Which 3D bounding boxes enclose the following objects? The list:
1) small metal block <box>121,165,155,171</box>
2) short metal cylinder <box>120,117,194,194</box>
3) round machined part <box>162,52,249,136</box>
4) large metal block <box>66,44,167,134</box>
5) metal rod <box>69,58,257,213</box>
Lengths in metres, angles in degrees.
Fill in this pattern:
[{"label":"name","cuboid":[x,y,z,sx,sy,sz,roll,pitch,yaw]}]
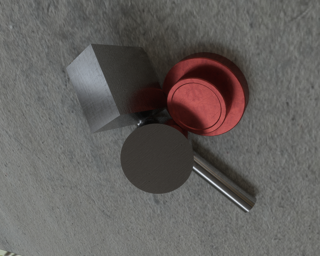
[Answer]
[{"label":"small metal block","cuboid":[-0.017,0.043,0.427,0.050,0.050,0.025,-23,105,35]},{"label":"short metal cylinder","cuboid":[-0.001,0.030,0.362,0.080,0.050,0.079,1,101,5]},{"label":"round machined part","cuboid":[0.047,-0.032,0.351,0.098,0.042,0.097,13,124,20]},{"label":"large metal block","cuboid":[-0.047,-0.046,0.354,0.050,0.081,0.080,-29,81,39]},{"label":"metal rod","cuboid":[0.001,0.008,0.412,0.300,0.025,0.025,38,129,1]}]
